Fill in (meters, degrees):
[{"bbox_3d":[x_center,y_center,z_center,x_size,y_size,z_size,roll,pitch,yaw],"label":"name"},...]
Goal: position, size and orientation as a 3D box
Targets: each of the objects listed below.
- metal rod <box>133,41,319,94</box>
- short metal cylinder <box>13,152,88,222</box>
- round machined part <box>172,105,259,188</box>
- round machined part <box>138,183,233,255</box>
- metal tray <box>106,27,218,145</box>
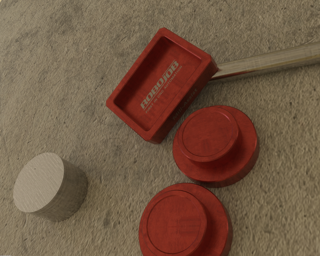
[{"bbox_3d":[0.097,-0.075,0.398,0.301,0.025,0.025,-9,58,23],"label":"metal rod"},{"bbox_3d":[-0.145,0.079,0.413,0.080,0.050,0.080,-13,56,20],"label":"short metal cylinder"},{"bbox_3d":[0.059,0.015,0.352,0.098,0.042,0.098,-13,56,20],"label":"round machined part"},{"bbox_3d":[0.021,0.103,0.318,0.098,0.042,0.098,-13,56,20],"label":"round machined part"},{"bbox_3d":[0.000,-0.055,0.405,0.090,0.030,0.130,40,96,27],"label":"metal tray"}]
